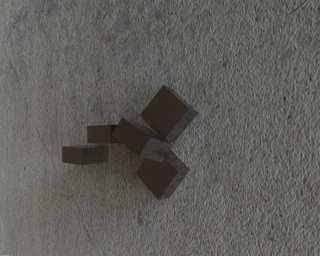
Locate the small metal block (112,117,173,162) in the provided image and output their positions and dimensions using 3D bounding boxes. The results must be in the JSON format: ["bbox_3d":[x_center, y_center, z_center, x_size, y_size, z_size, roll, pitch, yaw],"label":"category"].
[{"bbox_3d":[-0.021,0.015,0.375,0.050,0.050,0.025,34,96,34],"label":"small metal block"}]

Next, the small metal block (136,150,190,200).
[{"bbox_3d":[0.003,0.057,0.403,0.050,0.025,0.050,46,117,30],"label":"small metal block"}]

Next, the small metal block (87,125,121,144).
[{"bbox_3d":[-0.069,0.009,0.445,0.050,0.050,0.025,-2,89,40],"label":"small metal block"}]

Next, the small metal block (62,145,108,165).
[{"bbox_3d":[-0.117,0.041,0.485,0.050,0.050,0.025,1,91,40],"label":"small metal block"}]

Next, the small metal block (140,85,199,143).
[{"bbox_3d":[0.011,-0.017,0.390,0.050,0.025,0.050,-52,59,14],"label":"small metal block"}]
